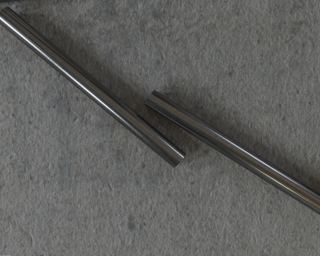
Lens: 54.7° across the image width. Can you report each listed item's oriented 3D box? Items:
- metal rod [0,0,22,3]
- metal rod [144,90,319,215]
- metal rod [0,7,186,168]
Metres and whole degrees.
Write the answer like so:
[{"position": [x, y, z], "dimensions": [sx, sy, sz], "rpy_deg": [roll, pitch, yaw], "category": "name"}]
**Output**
[{"position": [-0.098, -0.193, 0.408], "dimensions": [0.302, 0.025, 0.025], "rpy_deg": [-8, 90, -1], "category": "metal rod"}, {"position": [0.114, 0.039, 0.411], "dimensions": [0.301, 0.025, 0.025], "rpy_deg": [32, 90, -1], "category": "metal rod"}, {"position": [-0.089, -0.053, 0.408], "dimensions": [0.300, 0.025, 0.025], "rpy_deg": [40, 90, -1], "category": "metal rod"}]
